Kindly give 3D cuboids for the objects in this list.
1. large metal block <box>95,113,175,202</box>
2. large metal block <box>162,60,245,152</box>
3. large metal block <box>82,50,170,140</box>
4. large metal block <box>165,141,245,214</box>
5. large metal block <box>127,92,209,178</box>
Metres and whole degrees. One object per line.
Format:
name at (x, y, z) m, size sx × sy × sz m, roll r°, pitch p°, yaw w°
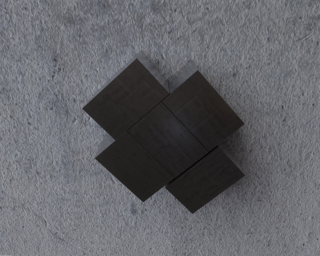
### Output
large metal block at (-0.029, 0.033, 0.394) m, size 0.050 × 0.080 × 0.080 m, roll -40°, pitch 106°, yaw 13°
large metal block at (0.047, -0.030, 0.372) m, size 0.050 × 0.080 × 0.080 m, roll -40°, pitch 106°, yaw 13°
large metal block at (-0.037, -0.042, 0.366) m, size 0.080 × 0.080 × 0.050 m, roll -40°, pitch 106°, yaw 13°
large metal block at (0.053, 0.049, 0.401) m, size 0.080 × 0.080 × 0.050 m, roll -40°, pitch 106°, yaw 13°
large metal block at (0.009, 0.001, 0.383) m, size 0.050 × 0.080 × 0.080 m, roll -40°, pitch 106°, yaw 13°
